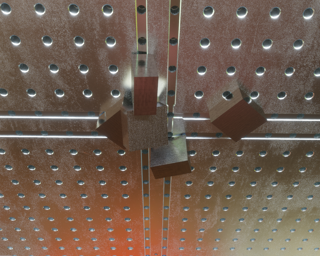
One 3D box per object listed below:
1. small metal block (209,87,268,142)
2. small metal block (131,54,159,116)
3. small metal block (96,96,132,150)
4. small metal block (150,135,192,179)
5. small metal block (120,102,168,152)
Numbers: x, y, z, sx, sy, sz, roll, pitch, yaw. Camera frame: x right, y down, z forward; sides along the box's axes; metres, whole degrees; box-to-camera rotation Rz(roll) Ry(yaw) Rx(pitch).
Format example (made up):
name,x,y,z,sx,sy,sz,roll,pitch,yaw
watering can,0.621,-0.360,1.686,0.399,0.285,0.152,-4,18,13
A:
name,x,y,z,sx,sy,sz,roll,pitch,yaw
small metal block,0.100,-0.016,0.399,0.050,0.025,0.050,35,122,-26
small metal block,-0.019,-0.049,0.351,0.025,0.050,0.050,-2,130,-8
small metal block,-0.047,-0.005,0.407,0.050,0.025,0.050,-35,122,26
small metal block,0.015,0.040,0.429,0.050,0.050,0.025,-12,129,9
small metal block,-0.019,-0.003,0.379,0.050,0.025,0.050,-9,109,-22
